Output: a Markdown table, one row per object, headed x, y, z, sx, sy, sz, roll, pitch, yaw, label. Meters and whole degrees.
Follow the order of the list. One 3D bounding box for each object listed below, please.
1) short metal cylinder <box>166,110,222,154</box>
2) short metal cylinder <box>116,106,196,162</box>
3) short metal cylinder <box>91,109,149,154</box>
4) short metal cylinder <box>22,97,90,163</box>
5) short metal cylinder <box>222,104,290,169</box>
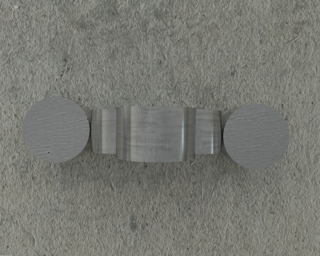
| x | y | z | sx | sy | sz | roll | pitch | yaw | label |
| --- | --- | --- | --- | --- | --- | --- | --- | --- | --- |
| 0.036 | 0.005 | 0.384 | 0.081 | 0.080 | 0.050 | 0 | 89 | 0 | short metal cylinder |
| -0.004 | 0.005 | 0.314 | 0.081 | 0.080 | 0.050 | 1 | 91 | 0 | short metal cylinder |
| -0.044 | 0.004 | 0.383 | 0.081 | 0.080 | 0.050 | 0 | 90 | 0 | short metal cylinder |
| -0.125 | 0.002 | 0.397 | 0.081 | 0.050 | 0.080 | 0 | 90 | -1 | short metal cylinder |
| 0.116 | 0.010 | 0.399 | 0.081 | 0.050 | 0.080 | 0 | 91 | -1 | short metal cylinder |
